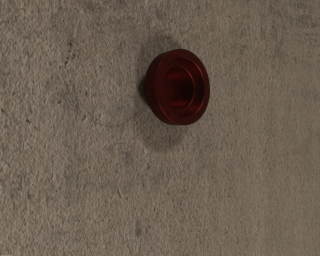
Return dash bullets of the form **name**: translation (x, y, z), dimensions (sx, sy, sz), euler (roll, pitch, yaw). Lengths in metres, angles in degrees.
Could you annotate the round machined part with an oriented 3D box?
- **round machined part**: translation (0.018, -0.052, 0.411), dimensions (0.099, 0.042, 0.097), euler (0, 90, -40)
